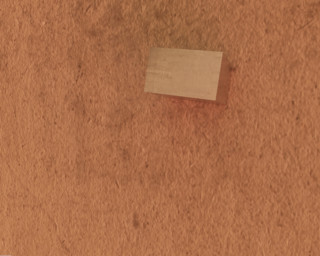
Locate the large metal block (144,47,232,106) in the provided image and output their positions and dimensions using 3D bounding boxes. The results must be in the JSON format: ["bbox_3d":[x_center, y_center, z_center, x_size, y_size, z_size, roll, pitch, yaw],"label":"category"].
[{"bbox_3d":[0.037,-0.059,0.367,0.080,0.080,0.050,9,93,20],"label":"large metal block"}]
